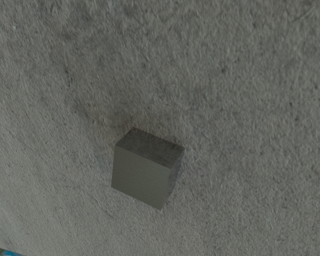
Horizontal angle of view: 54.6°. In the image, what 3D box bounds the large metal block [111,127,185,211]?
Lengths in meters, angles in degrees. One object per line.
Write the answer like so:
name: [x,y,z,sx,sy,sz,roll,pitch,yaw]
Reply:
large metal block: [-0.018,0.056,0.436,0.080,0.050,0.079,22,127,15]
